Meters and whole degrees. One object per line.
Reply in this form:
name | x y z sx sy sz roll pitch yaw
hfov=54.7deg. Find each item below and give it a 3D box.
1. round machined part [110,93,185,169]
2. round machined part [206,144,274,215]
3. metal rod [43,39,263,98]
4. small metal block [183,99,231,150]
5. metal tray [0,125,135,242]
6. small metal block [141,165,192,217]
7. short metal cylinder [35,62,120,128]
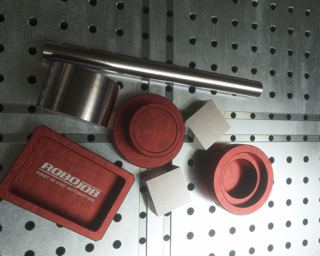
round machined part | -0.012 0.004 0.398 0.099 0.042 0.097 1 87 -20
round machined part | 0.109 0.071 0.444 0.099 0.042 0.097 0 90 -20
metal rod | 0.005 -0.075 0.414 0.302 0.025 0.025 7 88 -20
small metal block | 0.063 -0.005 0.436 0.050 0.025 0.050 -40 103 -16
metal tray | -0.108 0.066 0.370 0.130 0.030 0.090 32 80 -17
small metal block | 0.008 0.083 0.416 0.050 0.025 0.050 -20 97 -19
short metal cylinder | -0.091 -0.035 0.349 0.081 0.080 0.050 19 84 -19
